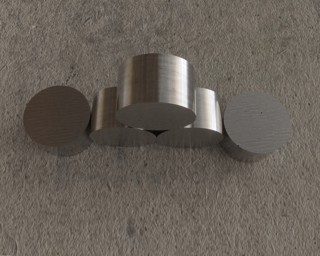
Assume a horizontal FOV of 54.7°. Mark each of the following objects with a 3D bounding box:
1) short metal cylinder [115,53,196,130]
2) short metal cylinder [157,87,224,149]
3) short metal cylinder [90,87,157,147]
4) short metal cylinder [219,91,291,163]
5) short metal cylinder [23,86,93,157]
[{"bbox_3d":[-0.004,-0.034,0.319,0.080,0.080,0.050,1,71,0],"label":"short metal cylinder"},{"bbox_3d":[0.036,-0.010,0.384,0.081,0.080,0.050,0,69,0],"label":"short metal cylinder"},{"bbox_3d":[-0.044,-0.011,0.384,0.081,0.080,0.050,0,70,0],"label":"short metal cylinder"},{"bbox_3d":[0.117,0.000,0.396,0.081,0.050,0.080,0,70,-1],"label":"short metal cylinder"},{"bbox_3d":[-0.125,-0.007,0.398,0.081,0.050,0.080,0,70,-1],"label":"short metal cylinder"}]
